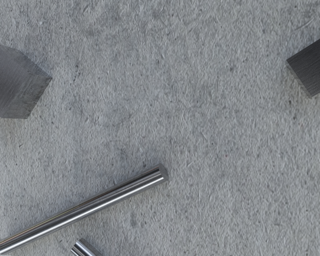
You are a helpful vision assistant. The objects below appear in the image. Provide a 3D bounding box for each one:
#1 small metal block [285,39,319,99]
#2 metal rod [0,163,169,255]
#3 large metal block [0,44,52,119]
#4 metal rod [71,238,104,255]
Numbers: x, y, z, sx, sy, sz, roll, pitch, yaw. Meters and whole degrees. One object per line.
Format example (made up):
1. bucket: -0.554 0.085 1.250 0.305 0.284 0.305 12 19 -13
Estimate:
1. small metal block: 0.178 -0.068 0.347 0.050 0.025 0.050 -33 80 16
2. metal rod: -0.122 0.124 0.450 0.300 0.025 0.025 -27 81 17
3. large metal block: -0.228 -0.070 0.474 0.080 0.050 0.080 39 102 15
4. metal rod: 0.000 0.250 0.408 0.300 0.025 0.025 34 101 16
